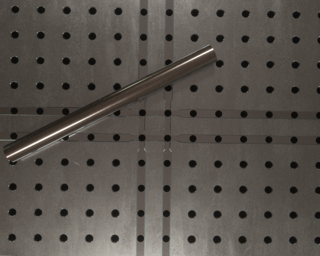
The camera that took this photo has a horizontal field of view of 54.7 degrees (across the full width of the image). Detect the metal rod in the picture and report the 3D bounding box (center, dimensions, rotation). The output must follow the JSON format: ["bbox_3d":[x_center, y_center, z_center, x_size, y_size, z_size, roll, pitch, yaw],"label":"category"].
[{"bbox_3d":[-0.064,-0.033,0.412,0.301,0.025,0.025,-26,90,-1],"label":"metal rod"}]
